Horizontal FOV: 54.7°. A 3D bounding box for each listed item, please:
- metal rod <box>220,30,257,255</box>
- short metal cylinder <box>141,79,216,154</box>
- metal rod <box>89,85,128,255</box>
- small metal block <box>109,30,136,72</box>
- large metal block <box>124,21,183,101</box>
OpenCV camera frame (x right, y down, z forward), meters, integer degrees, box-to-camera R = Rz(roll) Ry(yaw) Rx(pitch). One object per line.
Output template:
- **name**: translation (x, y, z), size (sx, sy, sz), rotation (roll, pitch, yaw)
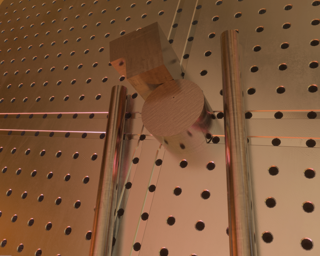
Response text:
- **metal rod**: translation (0.088, 0.001, 0.360), size (0.025, 0.025, 0.299), rotation (-10, 57, 23)
- **short metal cylinder**: translation (0.024, -0.014, 0.387), size (0.080, 0.050, 0.080), rotation (-13, 56, 20)
- **metal rod**: translation (-0.066, 0.071, 0.397), size (0.025, 0.025, 0.299), rotation (-12, 57, 22)
- **small metal block**: translation (-0.055, -0.127, 0.514), size (0.050, 0.025, 0.050), rotation (-19, 54, 16)
- **large metal block**: translation (-0.006, -0.081, 0.425), size (0.050, 0.080, 0.080), rotation (-19, 55, 17)
